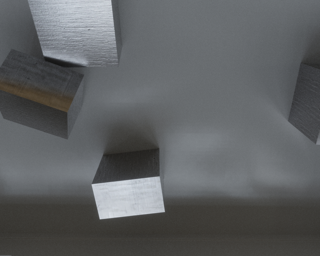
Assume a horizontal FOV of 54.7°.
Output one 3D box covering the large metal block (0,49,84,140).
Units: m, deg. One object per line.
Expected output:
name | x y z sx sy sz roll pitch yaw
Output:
large metal block | -0.138 -0.035 0.361 0.080 0.050 0.080 19 153 -8

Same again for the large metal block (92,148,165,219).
large metal block | -0.037 0.070 0.407 0.080 0.080 0.050 -7 110 2

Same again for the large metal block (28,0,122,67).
large metal block | -0.088 -0.115 0.341 0.081 0.050 0.079 -1 131 0

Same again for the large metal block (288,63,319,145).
large metal block | 0.203 -0.031 0.374 0.050 0.080 0.079 3 110 -2
